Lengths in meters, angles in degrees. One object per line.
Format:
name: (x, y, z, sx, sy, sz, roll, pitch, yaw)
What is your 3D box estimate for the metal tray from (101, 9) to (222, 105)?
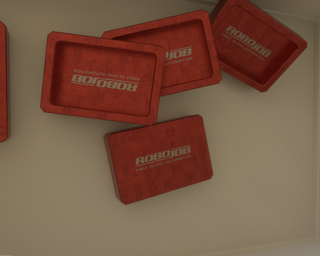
metal tray: (0.003, -0.086, 0.385, 0.131, 0.030, 0.089, -13, 95, 1)

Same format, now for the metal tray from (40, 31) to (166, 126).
metal tray: (-0.063, -0.055, 0.357, 0.131, 0.030, 0.089, 7, 95, -1)

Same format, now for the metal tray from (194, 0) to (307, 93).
metal tray: (0.121, -0.115, 0.426, 0.131, 0.030, 0.089, 25, 122, -19)

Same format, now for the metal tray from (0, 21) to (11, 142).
metal tray: (-0.211, -0.049, 0.329, 0.091, 0.030, 0.129, -1, 90, -21)

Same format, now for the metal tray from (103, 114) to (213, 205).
metal tray: (0.000, 0.038, 0.409, 0.131, 0.030, 0.089, -13, 95, -20)
